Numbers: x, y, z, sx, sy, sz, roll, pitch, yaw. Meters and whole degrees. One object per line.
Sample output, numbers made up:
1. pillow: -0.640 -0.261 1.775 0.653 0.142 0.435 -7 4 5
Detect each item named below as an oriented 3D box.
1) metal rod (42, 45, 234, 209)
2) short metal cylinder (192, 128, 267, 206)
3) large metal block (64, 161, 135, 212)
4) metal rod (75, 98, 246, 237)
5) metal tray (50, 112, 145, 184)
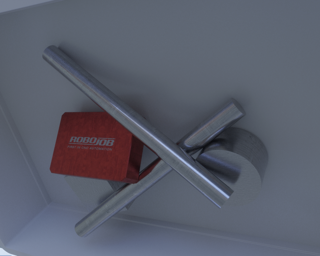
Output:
1. metal rod: -0.039 -0.012 0.380 0.300 0.025 0.025 39 130 17
2. short metal cylinder: 0.085 0.047 0.373 0.080 0.050 0.079 13 124 20
3. large metal block: -0.088 0.086 0.484 0.080 0.050 0.080 -21 108 35
4. metal rod: -0.015 0.065 0.406 0.299 0.025 0.025 -41 95 25
5. metal tray: -0.086 0.024 0.426 0.130 0.030 0.090 1 75 29
